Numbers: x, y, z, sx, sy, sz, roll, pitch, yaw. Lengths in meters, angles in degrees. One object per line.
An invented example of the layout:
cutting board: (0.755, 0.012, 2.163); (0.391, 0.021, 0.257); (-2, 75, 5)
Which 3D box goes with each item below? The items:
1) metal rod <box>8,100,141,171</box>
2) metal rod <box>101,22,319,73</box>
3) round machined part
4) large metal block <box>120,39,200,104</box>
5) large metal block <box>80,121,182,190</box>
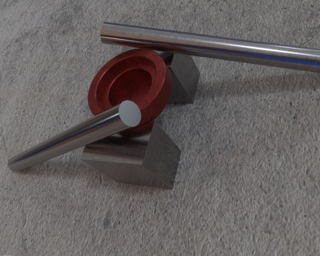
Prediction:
metal rod: (-0.127, 0.022, 0.386); (0.299, 0.025, 0.025); (-19, 51, 45)
metal rod: (0.081, -0.088, 0.347); (0.302, 0.025, 0.025); (10, 65, 8)
round machined part: (-0.030, -0.040, 0.358); (0.098, 0.042, 0.098); (-13, 56, 20)
large metal block: (-0.001, -0.074, 0.414); (0.080, 0.080, 0.050); (1, 63, 28)
large metal block: (-0.030, 0.032, 0.365); (0.080, 0.080, 0.050); (1, 63, 28)
